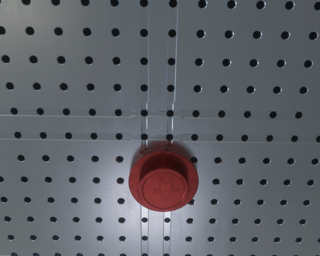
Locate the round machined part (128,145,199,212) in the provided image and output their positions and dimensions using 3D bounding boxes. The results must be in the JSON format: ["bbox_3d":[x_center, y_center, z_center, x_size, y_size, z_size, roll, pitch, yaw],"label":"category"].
[{"bbox_3d":[0.005,0.077,0.433,0.099,0.042,0.097,0,110,0],"label":"round machined part"}]
